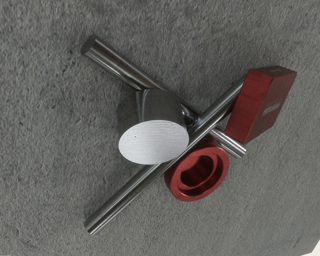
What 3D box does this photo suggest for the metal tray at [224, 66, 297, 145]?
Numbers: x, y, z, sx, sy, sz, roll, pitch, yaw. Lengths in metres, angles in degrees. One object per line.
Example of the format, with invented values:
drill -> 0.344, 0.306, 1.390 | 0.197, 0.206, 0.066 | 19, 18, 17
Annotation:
metal tray -> 0.141, -0.036, 0.423 | 0.131, 0.030, 0.089 | -19, 132, -53

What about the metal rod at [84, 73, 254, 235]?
metal rod -> 0.008, 0.041, 0.416 | 0.300, 0.025, 0.025 | -43, 130, 10

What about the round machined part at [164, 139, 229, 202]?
round machined part -> 0.050, 0.058, 0.461 | 0.099, 0.042, 0.097 | -14, 124, -21

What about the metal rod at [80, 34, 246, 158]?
metal rod -> 0.027, -0.024, 0.410 | 0.301, 0.025, 0.025 | 31, 101, -38

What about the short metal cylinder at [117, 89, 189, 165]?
short metal cylinder -> -0.010, 0.000, 0.370 | 0.081, 0.050, 0.080 | -6, 138, -5
